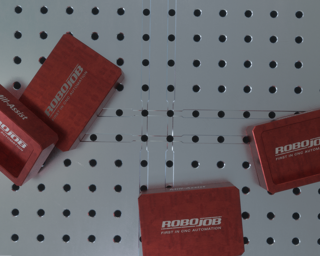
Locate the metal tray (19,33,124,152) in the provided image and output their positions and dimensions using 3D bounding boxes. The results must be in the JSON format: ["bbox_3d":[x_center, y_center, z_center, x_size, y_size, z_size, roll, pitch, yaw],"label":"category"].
[{"bbox_3d":[-0.120,-0.045,0.410,0.090,0.030,0.130,35,90,0],"label":"metal tray"}]

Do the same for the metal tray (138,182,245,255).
[{"bbox_3d":[0.040,0.124,0.411,0.131,0.030,0.090,-5,90,0],"label":"metal tray"}]

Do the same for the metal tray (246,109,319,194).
[{"bbox_3d":[0.191,0.026,0.411,0.131,0.030,0.090,-14,90,0],"label":"metal tray"}]

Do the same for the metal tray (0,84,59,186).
[{"bbox_3d":[-0.199,0.001,0.387,0.130,0.030,0.090,41,124,0],"label":"metal tray"}]
